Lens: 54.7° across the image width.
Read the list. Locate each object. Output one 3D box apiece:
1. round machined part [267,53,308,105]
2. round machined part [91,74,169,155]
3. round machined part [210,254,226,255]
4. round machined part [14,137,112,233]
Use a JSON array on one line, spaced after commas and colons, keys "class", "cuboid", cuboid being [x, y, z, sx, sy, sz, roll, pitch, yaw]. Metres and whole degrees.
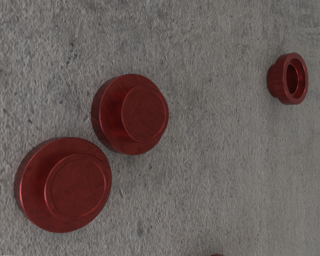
[{"class": "round machined part", "cuboid": [0.243, -0.093, 0.596, 0.099, 0.042, 0.097, 0, 90, -40]}, {"class": "round machined part", "cuboid": [-0.028, -0.016, 0.370, 0.099, 0.042, 0.097, 0, 90, -40]}, {"class": "round machined part", "cuboid": [0.076, 0.236, 0.458, 0.099, 0.042, 0.097, 0, 90, -40]}, {"class": "round machined part", "cuboid": [-0.091, 0.058, 0.317, 0.099, 0.042, 0.097, 0, 90, -40]}]
